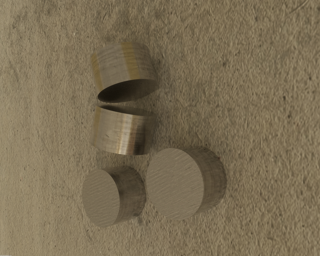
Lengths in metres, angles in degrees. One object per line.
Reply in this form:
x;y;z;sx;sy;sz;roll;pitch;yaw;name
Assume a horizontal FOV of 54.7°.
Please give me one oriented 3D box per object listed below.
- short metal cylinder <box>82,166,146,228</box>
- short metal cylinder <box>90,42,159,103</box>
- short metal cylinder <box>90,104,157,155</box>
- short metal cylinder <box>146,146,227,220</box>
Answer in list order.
-0.067;0.096;0.444;0.080;0.050;0.080;0;90;40;short metal cylinder
-0.047;-0.071;0.408;0.080;0.081;0.050;-23;76;38;short metal cylinder
-0.048;0.000;0.409;0.080;0.081;0.050;18;102;38;short metal cylinder
0.030;0.062;0.364;0.080;0.050;0.080;0;90;40;short metal cylinder
